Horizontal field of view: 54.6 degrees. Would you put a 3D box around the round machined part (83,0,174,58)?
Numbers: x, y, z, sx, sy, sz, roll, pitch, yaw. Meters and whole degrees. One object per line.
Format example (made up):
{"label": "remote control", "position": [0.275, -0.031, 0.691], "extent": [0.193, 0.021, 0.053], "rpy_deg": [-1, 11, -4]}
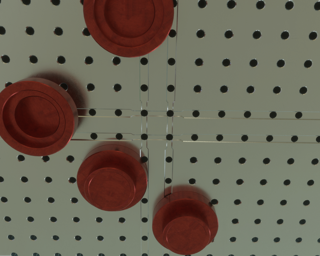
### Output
{"label": "round machined part", "position": [-0.034, -0.133, 0.355], "extent": [0.099, 0.042, 0.097], "rpy_deg": [0, 110, 0]}

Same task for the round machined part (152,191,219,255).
{"label": "round machined part", "position": [0.038, 0.147, 0.459], "extent": [0.099, 0.042, 0.097], "rpy_deg": [0, 110, 0]}

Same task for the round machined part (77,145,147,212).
{"label": "round machined part", "position": [-0.067, 0.076, 0.432], "extent": [0.099, 0.042, 0.097], "rpy_deg": [0, 110, 0]}

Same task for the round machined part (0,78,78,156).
{"label": "round machined part", "position": [-0.154, -0.016, 0.397], "extent": [0.099, 0.042, 0.097], "rpy_deg": [0, 110, 0]}
